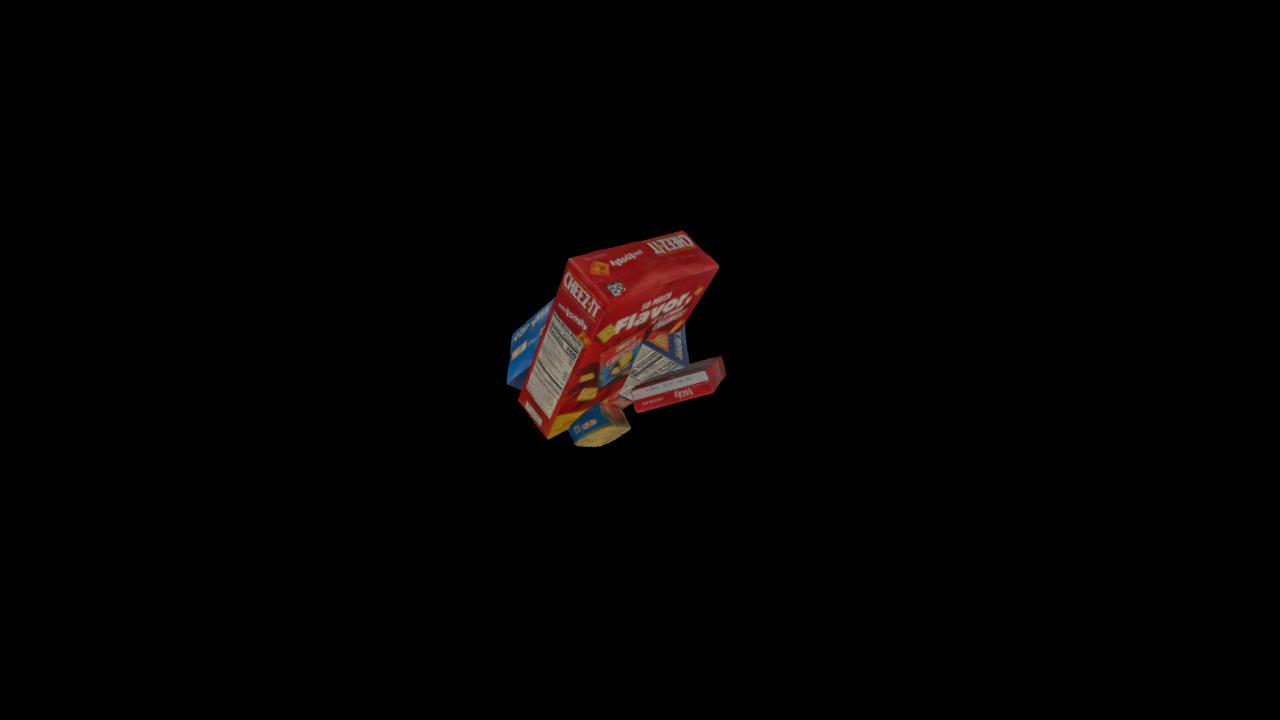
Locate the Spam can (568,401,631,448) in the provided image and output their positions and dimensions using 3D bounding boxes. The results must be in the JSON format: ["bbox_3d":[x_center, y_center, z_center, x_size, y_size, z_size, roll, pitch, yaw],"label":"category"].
[{"bbox_3d":[-0.061,0.057,0.745,0.058,0.085,0.101,-30,-16,11],"label":"Spam can"}]

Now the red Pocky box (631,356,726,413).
[{"bbox_3d":[0.048,0.024,0.677,0.083,0.028,0.155,-17,2,14],"label":"red Pocky box"}]

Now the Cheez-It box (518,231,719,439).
[{"bbox_3d":[-0.030,-0.027,0.678,0.166,0.071,0.223,-25,-25,-41],"label":"Cheez-It box"}]

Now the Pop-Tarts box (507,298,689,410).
[{"bbox_3d":[-0.051,-0.012,0.727,0.141,0.083,0.167,29,-46,-32],"label":"Pop-Tarts box"}]
